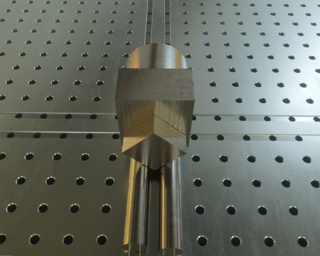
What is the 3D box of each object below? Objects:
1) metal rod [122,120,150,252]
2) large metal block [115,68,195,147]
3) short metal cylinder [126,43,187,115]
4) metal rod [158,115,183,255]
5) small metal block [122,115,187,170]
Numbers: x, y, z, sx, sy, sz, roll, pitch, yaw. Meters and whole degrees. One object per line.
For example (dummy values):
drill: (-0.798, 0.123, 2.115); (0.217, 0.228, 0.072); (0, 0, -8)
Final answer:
metal rod: (-0.023, 0.005, 0.405); (0.025, 0.025, 0.300); (1, 50, 0)
large metal block: (-0.005, -0.022, 0.358); (0.081, 0.080, 0.050); (0, 50, 0)
short metal cylinder: (-0.005, -0.060, 0.394); (0.081, 0.080, 0.050); (1, 50, 0)
metal rod: (0.012, 0.008, 0.403); (0.025, 0.025, 0.300); (1, 50, 0)
small metal block: (-0.006, 0.018, 0.346); (0.050, 0.050, 0.025); (33, 41, -33)
